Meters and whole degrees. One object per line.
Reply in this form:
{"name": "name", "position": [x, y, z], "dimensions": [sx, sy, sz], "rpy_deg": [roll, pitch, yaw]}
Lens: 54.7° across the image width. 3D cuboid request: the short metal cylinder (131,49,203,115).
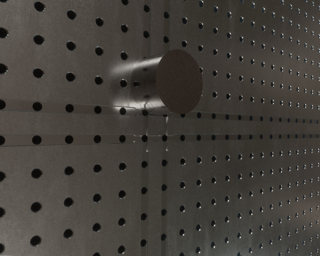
{"name": "short metal cylinder", "position": [0.010, -0.057, 0.403], "dimensions": [0.081, 0.050, 0.079], "rpy_deg": [0, 90, -40]}
